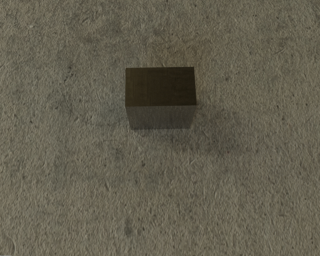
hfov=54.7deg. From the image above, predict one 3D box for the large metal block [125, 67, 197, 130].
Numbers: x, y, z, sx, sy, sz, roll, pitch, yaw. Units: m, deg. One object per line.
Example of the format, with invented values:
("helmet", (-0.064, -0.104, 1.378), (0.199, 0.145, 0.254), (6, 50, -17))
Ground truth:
("large metal block", (0.000, -0.035, 0.393), (0.081, 0.080, 0.050), (-1, 70, -1))
